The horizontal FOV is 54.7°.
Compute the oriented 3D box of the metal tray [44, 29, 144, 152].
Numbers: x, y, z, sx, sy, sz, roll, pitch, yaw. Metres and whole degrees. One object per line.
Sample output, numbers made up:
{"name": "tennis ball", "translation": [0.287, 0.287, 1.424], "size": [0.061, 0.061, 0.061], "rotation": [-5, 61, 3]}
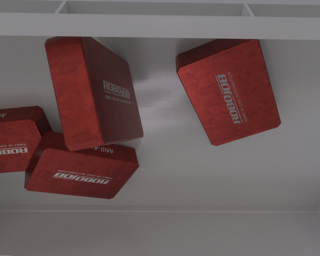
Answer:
{"name": "metal tray", "translation": [-0.054, -0.029, 0.296], "size": [0.030, 0.130, 0.090], "rotation": [-13, 88, 11]}

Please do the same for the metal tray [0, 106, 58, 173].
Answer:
{"name": "metal tray", "translation": [-0.213, 0.020, 0.420], "size": [0.131, 0.030, 0.089], "rotation": [-5, 130, 4]}

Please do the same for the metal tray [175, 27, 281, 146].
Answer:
{"name": "metal tray", "translation": [0.084, -0.042, 0.370], "size": [0.090, 0.030, 0.130], "rotation": [-19, 128, 15]}

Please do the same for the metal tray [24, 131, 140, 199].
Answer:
{"name": "metal tray", "translation": [-0.107, 0.056, 0.429], "size": [0.131, 0.030, 0.090], "rotation": [15, 129, -32]}
